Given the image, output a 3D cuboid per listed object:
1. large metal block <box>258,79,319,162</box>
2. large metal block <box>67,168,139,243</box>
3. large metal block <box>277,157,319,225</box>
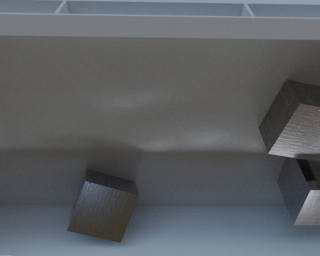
[{"bbox_3d":[0.184,-0.007,0.388,0.081,0.050,0.079,10,130,-8],"label":"large metal block"},{"bbox_3d":[-0.086,0.117,0.470,0.080,0.050,0.080,19,99,-15],"label":"large metal block"},{"bbox_3d":[0.214,0.082,0.445,0.050,0.080,0.079,0,130,0],"label":"large metal block"}]
